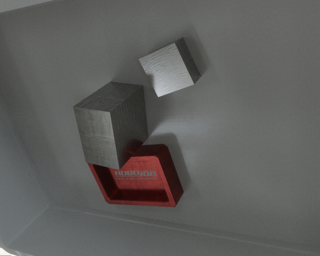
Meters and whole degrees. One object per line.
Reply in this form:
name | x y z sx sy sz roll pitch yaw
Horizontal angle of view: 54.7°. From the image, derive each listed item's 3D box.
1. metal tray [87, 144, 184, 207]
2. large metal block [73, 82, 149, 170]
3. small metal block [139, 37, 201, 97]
metal tray | -0.039 0.073 0.469 0.130 0.030 0.090 -6 116 30
large metal block | -0.058 -0.006 0.399 0.050 0.080 0.079 10 123 23
small metal block | 0.012 -0.070 0.358 0.050 0.025 0.050 -16 110 34
